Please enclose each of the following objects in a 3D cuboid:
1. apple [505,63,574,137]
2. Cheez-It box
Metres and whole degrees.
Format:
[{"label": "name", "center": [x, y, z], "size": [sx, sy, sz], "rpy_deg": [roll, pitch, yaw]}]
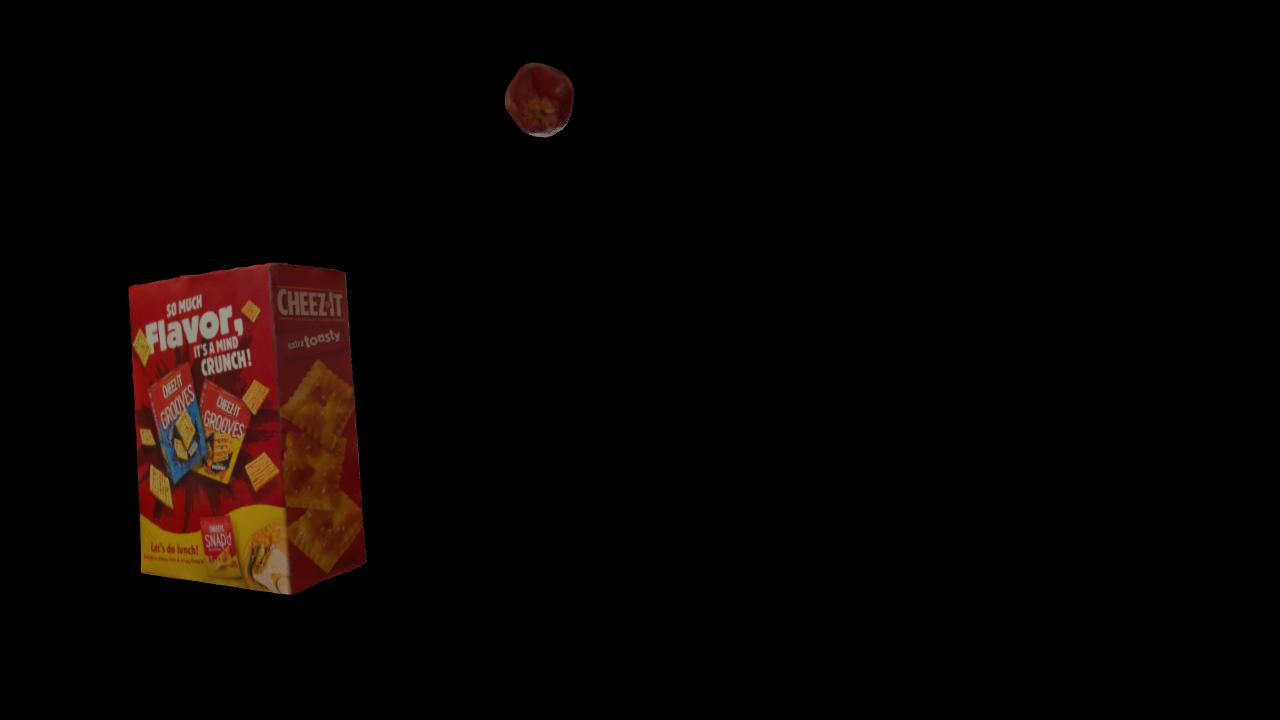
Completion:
[{"label": "apple", "center": [-0.111, -0.290, 0.689], "size": [0.079, 0.079, 0.093], "rpy_deg": [0, 33, -9]}, {"label": "Cheez-It box", "center": [-0.295, 0.048, 0.458], "size": [0.166, 0.223, 0.071], "rpy_deg": [-3, 1, 23]}]
